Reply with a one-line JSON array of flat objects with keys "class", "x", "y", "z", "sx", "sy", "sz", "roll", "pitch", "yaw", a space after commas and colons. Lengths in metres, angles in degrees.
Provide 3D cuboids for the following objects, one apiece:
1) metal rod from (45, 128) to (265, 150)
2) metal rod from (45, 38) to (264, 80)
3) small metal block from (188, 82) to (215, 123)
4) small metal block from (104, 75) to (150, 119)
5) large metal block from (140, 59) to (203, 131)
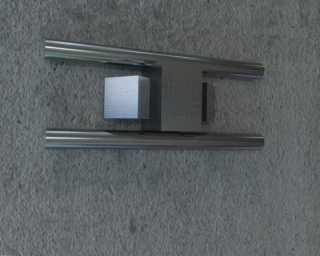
[{"class": "metal rod", "x": 0.008, "y": 0.017, "z": 0.414, "sx": 0.303, "sy": 0.025, "sz": 0.025, "roll": 2, "pitch": 90, "yaw": -21}, {"class": "metal rod", "x": 0.008, "y": -0.089, "z": 0.414, "sx": 0.303, "sy": 0.025, "sz": 0.025, "roll": 1, "pitch": 90, "yaw": -21}, {"class": "small metal block", "x": 0.057, "y": -0.033, "z": 0.418, "sx": 0.025, "sy": 0.050, "sz": 0.050, "roll": 0, "pitch": 89, "yaw": 21}, {"class": "small metal block", "x": -0.041, "y": -0.036, "z": 0.381, "sx": 0.025, "sy": 0.050, "sz": 0.050, "roll": 1, "pitch": 90, "yaw": -60}, {"class": "large metal block", "x": 0.011, "y": -0.036, "z": 0.388, "sx": 0.050, "sy": 0.080, "sz": 0.079, "roll": 1, "pitch": 90, "yaw": -20}]
